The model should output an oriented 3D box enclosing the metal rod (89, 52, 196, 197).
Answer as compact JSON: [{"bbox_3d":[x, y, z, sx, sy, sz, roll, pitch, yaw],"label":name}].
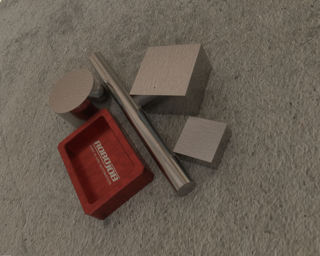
[{"bbox_3d":[-0.040,-0.025,0.440,0.025,0.025,0.300,-38,51,2],"label":"metal rod"}]

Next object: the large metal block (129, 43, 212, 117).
[{"bbox_3d":[0.017,-0.064,0.419,0.080,0.050,0.080,5,64,30],"label":"large metal block"}]

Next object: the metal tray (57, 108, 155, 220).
[{"bbox_3d":[-0.077,0.043,0.414,0.090,0.030,0.130,-39,51,1],"label":"metal tray"}]

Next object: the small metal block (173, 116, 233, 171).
[{"bbox_3d":[0.051,0.017,0.368,0.050,0.025,0.050,14,69,33],"label":"small metal block"}]

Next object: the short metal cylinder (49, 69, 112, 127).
[{"bbox_3d":[-0.122,-0.045,0.479,0.080,0.050,0.080,-13,56,20],"label":"short metal cylinder"}]
